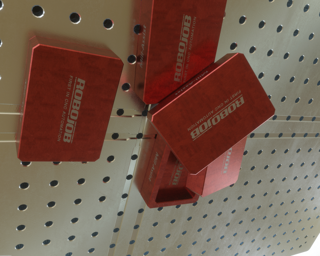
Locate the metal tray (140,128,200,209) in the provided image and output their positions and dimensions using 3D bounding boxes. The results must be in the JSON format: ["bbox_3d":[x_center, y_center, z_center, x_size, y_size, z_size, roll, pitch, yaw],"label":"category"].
[{"bbox_3d":[0.030,0.056,0.460,0.091,0.030,0.129,1,118,-29],"label":"metal tray"}]

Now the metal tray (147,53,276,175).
[{"bbox_3d":[0.062,-0.018,0.372,0.130,0.030,0.090,-37,107,-4],"label":"metal tray"}]

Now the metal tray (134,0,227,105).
[{"bbox_3d":[0.022,-0.095,0.363,0.091,0.030,0.129,-7,122,-25],"label":"metal tray"}]

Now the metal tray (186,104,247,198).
[{"bbox_3d":[0.086,0.025,0.443,0.091,0.030,0.129,-10,115,-44],"label":"metal tray"}]

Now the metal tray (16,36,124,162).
[{"bbox_3d":[-0.101,-0.025,0.339,0.091,0.030,0.129,4,117,-31],"label":"metal tray"}]
